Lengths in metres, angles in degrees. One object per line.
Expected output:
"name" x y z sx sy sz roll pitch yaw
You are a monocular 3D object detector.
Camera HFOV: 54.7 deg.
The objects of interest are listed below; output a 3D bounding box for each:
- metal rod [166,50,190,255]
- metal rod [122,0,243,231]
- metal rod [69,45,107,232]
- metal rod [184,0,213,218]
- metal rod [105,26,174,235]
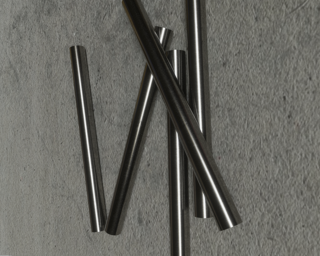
"metal rod" 0.023 0.054 0.386 0.025 0.025 0.298 -2 89 40
"metal rod" 0.017 -0.033 0.356 0.025 0.025 0.299 -35 69 34
"metal rod" -0.116 0.013 0.501 0.025 0.025 0.298 -15 81 39
"metal rod" 0.046 -0.047 0.366 0.025 0.025 0.298 -4 88 40
"metal rod" -0.032 0.012 0.431 0.025 0.025 0.298 24 105 37
